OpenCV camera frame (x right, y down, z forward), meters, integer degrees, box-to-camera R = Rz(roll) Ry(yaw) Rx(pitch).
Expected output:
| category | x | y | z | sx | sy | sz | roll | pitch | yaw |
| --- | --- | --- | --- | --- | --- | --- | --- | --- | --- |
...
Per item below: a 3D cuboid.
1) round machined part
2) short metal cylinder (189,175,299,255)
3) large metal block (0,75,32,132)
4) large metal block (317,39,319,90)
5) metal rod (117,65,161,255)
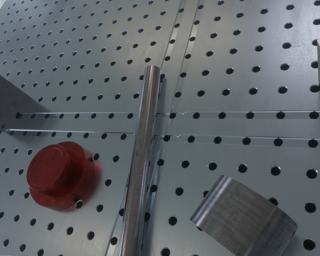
| category | x | y | z | sx | sy | sz | roll | pitch | yaw |
| --- | --- | --- | --- | --- | --- | --- | --- | --- | --- |
| round machined part | -0.146 | 0.062 | 0.436 | 0.098 | 0.042 | 0.098 | -13 | 56 | 21 |
| short metal cylinder | 0.074 | 0.087 | 0.281 | 0.080 | 0.080 | 0.050 | 30 | 79 | 37 |
| large metal block | -0.300 | -0.052 | 0.562 | 0.050 | 0.080 | 0.080 | 24 | 75 | 36 |
| large metal block | 0.191 | -0.038 | 0.296 | 0.050 | 0.080 | 0.080 | -15 | 56 | 20 |
| metal rod | -0.024 | 0.044 | 0.393 | 0.025 | 0.025 | 0.299 | -8 | 58 | 24 |
